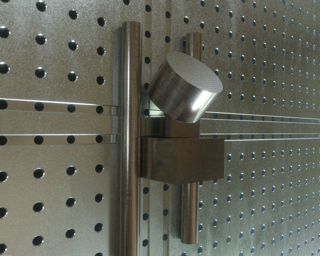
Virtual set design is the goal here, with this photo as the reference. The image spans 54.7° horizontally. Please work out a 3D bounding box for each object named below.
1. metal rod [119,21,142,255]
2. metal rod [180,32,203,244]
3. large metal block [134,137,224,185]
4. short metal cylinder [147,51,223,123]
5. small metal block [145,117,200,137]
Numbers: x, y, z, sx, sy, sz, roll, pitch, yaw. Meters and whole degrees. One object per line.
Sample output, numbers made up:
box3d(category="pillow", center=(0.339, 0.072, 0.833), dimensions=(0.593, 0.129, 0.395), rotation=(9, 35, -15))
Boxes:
box3d(category="metal rod", center=(-0.036, 0.022, 0.379), dimensions=(0.025, 0.025, 0.298), rotation=(1, 90, -40))
box3d(category="metal rod", center=(0.046, 0.014, 0.447), dimensions=(0.025, 0.025, 0.298), rotation=(3, 89, -40))
box3d(category="large metal block", center=(0.023, 0.037, 0.390), dimensions=(0.081, 0.080, 0.050), rotation=(1, 90, -40))
box3d(category="short metal cylinder", center=(0.031, -0.052, 0.391), dimensions=(0.080, 0.050, 0.080), rotation=(23, 35, -17))
box3d(category="small metal block", center=(0.016, -0.001, 0.406), dimensions=(0.050, 0.050, 0.025), rotation=(2, 89, -41))
